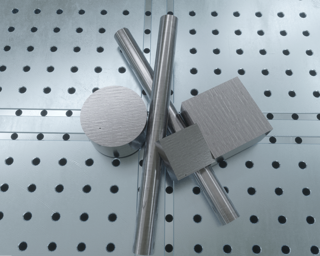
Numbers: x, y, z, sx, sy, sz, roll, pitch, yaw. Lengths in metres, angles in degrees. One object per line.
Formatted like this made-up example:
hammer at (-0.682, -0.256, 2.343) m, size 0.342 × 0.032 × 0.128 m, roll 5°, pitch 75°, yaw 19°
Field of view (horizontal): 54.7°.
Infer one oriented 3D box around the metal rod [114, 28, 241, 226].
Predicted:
metal rod at (0.014, -0.014, 0.413) m, size 0.025 × 0.025 × 0.299 m, roll -27°, pitch 73°, yaw -9°

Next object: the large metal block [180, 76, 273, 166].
large metal block at (0.081, -0.007, 0.397) m, size 0.080 × 0.050 × 0.080 m, roll -26°, pitch 72°, yaw -9°

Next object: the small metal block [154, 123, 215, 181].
small metal block at (0.028, 0.028, 0.364) m, size 0.050 × 0.025 × 0.050 m, roll -24°, pitch 87°, yaw -17°

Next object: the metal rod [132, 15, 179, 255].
metal rod at (-0.004, -0.001, 0.387) m, size 0.025 × 0.025 × 0.299 m, roll 6°, pitch 78°, yaw 2°

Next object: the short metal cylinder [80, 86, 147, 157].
short metal cylinder at (-0.056, -0.007, 0.397) m, size 0.081 × 0.050 × 0.080 m, roll 0°, pitch 70°, yaw -1°
